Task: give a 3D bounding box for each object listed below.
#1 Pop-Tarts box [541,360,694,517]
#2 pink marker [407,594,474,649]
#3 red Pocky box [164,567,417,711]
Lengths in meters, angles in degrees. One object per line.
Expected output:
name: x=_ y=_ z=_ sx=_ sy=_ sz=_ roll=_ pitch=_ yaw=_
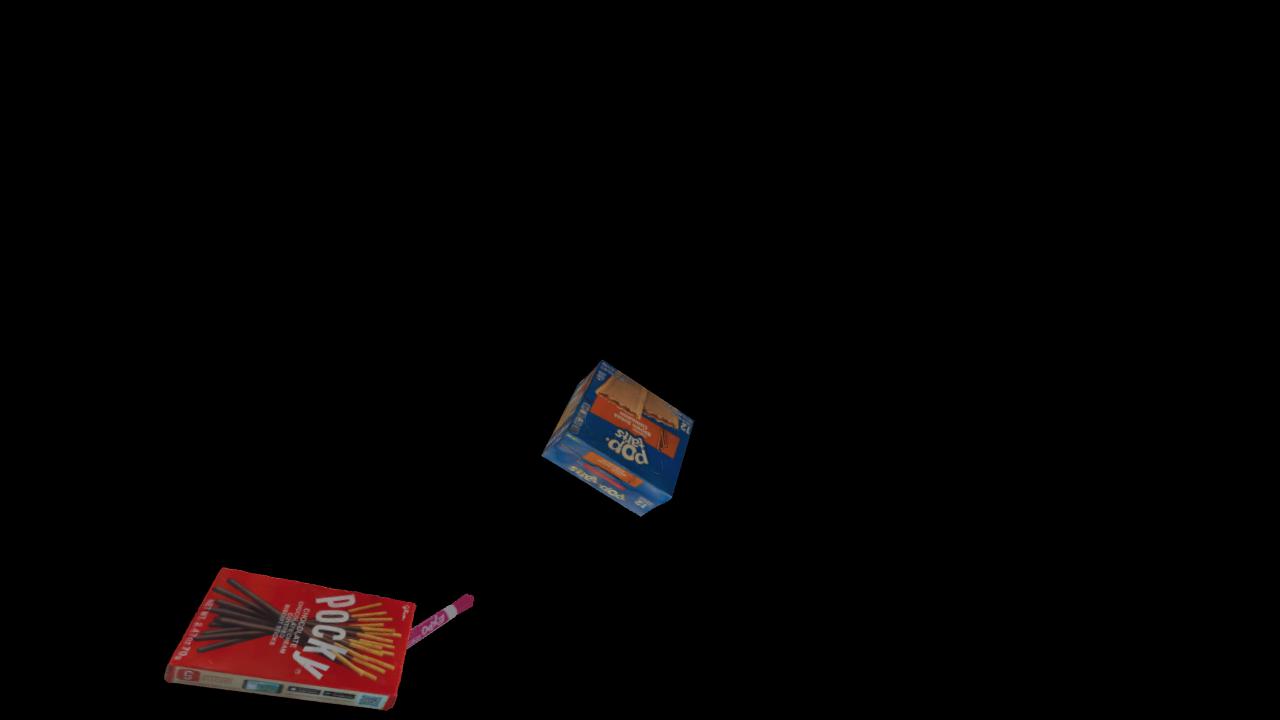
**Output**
Pop-Tarts box: x=-0.026 y=0.108 z=0.858 sx=0.167 sy=0.141 sz=0.083 roll=34 pitch=-45 yaw=-11
pink marker: x=-0.260 y=0.330 z=0.767 sx=0.020 sy=0.020 sz=0.121 roll=0 pitch=16 yaw=42
red Pocky box: x=-0.259 y=0.215 z=0.476 sx=0.155 sy=0.028 sz=0.083 roll=20 pitch=27 yaw=-20
